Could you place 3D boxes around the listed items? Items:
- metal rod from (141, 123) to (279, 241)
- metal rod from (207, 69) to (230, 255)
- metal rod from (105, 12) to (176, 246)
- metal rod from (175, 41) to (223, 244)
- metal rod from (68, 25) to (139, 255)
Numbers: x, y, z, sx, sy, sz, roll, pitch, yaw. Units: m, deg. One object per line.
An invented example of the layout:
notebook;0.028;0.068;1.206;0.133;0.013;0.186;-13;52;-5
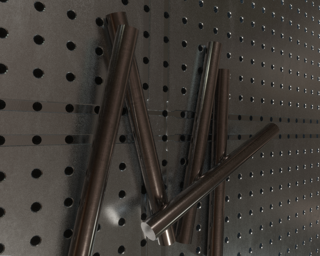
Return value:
metal rod;0.092;0.062;0.454;0.302;0.025;0.025;-29;109;-36
metal rod;0.092;0.057;0.489;0.025;0.025;0.298;5;87;-40
metal rod;-0.021;0.009;0.392;0.025;0.025;0.298;-21;103;-38
metal rod;0.059;0.016;0.460;0.025;0.025;0.299;17;79;-39
metal rod;-0.065;0.035;0.339;0.025;0.025;0.298;14;86;-40
